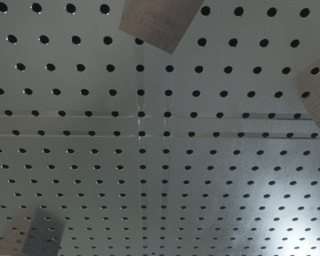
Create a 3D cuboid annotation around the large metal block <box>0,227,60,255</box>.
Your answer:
[{"bbox_3d":[-0.258,0.244,0.599,0.080,0.050,0.080,-25,126,19],"label":"large metal block"}]

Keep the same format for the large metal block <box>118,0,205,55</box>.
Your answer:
[{"bbox_3d":[0.006,-0.125,0.269,0.050,0.080,0.080,22,127,-18],"label":"large metal block"}]

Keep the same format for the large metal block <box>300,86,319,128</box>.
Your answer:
[{"bbox_3d":[0.238,-0.023,0.379,0.080,0.050,0.080,35,122,-26],"label":"large metal block"}]
